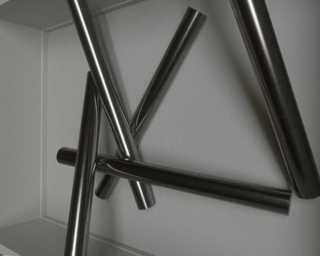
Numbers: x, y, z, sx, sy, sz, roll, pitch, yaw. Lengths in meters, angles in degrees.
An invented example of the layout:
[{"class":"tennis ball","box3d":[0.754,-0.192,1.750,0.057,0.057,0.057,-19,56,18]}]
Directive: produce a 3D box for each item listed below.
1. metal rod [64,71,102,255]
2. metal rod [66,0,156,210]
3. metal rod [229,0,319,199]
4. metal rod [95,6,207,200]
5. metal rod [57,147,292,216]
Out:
[{"class":"metal rod","box3d":[-0.093,0.063,0.378,0.025,0.025,0.299,-18,61,38]},{"class":"metal rod","box3d":[-0.065,-0.035,0.410,0.025,0.025,0.298,-14,97,39]},{"class":"metal rod","box3d":[0.082,-0.072,0.254,0.025,0.025,0.299,-11,110,39]},{"class":"metal rod","box3d":[-0.022,-0.019,0.425,0.025,0.025,0.298,43,116,31]},{"class":"metal rod","box3d":[-0.005,0.056,0.371,0.300,0.025,0.025,7,95,27]}]
